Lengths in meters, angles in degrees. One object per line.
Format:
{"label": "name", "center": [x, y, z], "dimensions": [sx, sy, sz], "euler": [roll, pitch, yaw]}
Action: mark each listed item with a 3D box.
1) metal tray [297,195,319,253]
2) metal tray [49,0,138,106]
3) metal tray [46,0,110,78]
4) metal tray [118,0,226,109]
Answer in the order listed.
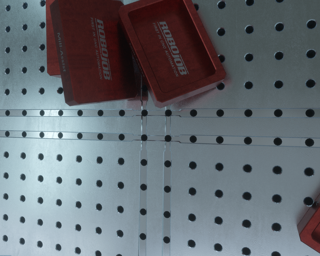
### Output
{"label": "metal tray", "center": [0.223, 0.089, 0.331], "dimensions": [0.090, 0.030, 0.129], "euler": [32, 100, 16]}
{"label": "metal tray", "center": [-0.082, -0.097, 0.398], "dimensions": [0.030, 0.091, 0.129], "euler": [-4, 95, 52]}
{"label": "metal tray", "center": [-0.119, -0.141, 0.450], "dimensions": [0.090, 0.030, 0.129], "euler": [-1, 90, 19]}
{"label": "metal tray", "center": [0.013, -0.100, 0.385], "dimensions": [0.091, 0.030, 0.129], "euler": [-22, 82, -8]}
